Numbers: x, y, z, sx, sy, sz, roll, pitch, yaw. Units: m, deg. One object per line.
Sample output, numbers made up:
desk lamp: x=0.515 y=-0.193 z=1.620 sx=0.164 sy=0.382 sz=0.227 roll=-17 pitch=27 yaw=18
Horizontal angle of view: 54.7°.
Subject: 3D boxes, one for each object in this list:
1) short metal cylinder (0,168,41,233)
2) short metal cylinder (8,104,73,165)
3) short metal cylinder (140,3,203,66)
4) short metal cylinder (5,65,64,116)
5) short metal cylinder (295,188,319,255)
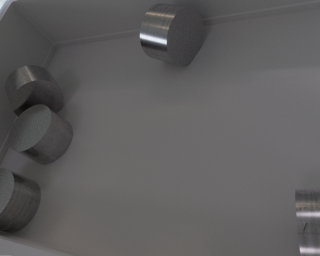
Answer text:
short metal cylinder: x=-0.220 y=0.103 z=0.442 sx=0.080 sy=0.050 sz=0.080 roll=-13 pitch=56 yaw=21
short metal cylinder: x=-0.184 y=0.010 z=0.480 sx=0.080 sy=0.050 sz=0.080 roll=-13 pitch=56 yaw=21
short metal cylinder: x=0.018 y=-0.134 z=0.443 sx=0.050 sy=0.080 sz=0.080 roll=24 pitch=75 yaw=36
short metal cylinder: x=-0.209 y=-0.057 z=0.515 sx=0.080 sy=0.080 sz=0.050 roll=-41 pitch=51 yaw=0
short metal cylinder: x=0.139 y=0.088 z=0.244 sx=0.050 sy=0.080 sz=0.080 roll=-7 pitch=59 yaw=25
